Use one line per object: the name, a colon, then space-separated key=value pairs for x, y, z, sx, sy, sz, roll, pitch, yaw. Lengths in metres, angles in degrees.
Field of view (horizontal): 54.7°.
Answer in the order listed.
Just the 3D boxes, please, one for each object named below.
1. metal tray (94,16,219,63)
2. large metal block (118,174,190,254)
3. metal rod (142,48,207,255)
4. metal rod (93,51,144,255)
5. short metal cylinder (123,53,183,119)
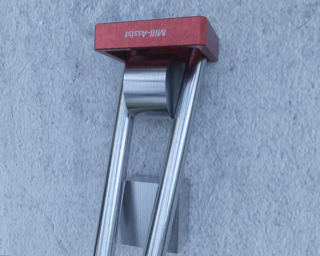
metal tray: x=-0.001 y=-0.102 z=0.375 sx=0.130 sy=0.090 sz=0.030 roll=3 pitch=91 yaw=19
large metal block: x=-0.008 y=0.105 z=0.396 sx=0.080 sy=0.050 sz=0.079 roll=2 pitch=91 yaw=19
metal rod: x=0.015 y=0.046 z=0.355 sx=0.025 sy=0.025 sz=0.299 roll=9 pitch=78 yaw=19
metal rod: x=-0.051 y=0.042 z=0.379 sx=0.025 sy=0.025 sz=0.299 roll=2 pitch=76 yaw=19
short metal cylinder: x=-0.005 y=-0.050 z=0.382 sx=0.050 sy=0.080 sz=0.079 roll=2 pitch=91 yaw=19
